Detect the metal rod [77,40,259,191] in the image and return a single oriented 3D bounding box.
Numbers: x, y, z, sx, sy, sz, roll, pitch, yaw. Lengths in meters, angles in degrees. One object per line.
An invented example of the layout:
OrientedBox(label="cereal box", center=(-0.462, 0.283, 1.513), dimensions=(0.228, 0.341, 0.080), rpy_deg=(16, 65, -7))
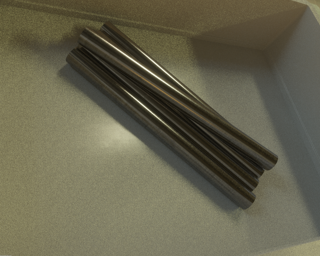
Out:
OrientedBox(label="metal rod", center=(0.011, -0.017, 0.420), dimensions=(0.300, 0.025, 0.025), rpy_deg=(40, 51, -1))

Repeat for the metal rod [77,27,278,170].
OrientedBox(label="metal rod", center=(0.028, -0.035, 0.407), dimensions=(0.301, 0.025, 0.025), rpy_deg=(33, 51, -6))

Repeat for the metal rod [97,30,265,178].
OrientedBox(label="metal rod", center=(0.024, -0.031, 0.435), dimensions=(0.300, 0.025, 0.025), rpy_deg=(40, 51, -1))

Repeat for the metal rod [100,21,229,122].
OrientedBox(label="metal rod", center=(0.034, -0.048, 0.451), dimensions=(0.300, 0.025, 0.025), rpy_deg=(40, 51, -1))

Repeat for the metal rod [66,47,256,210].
OrientedBox(label="metal rod", center=(0.002, 0.001, 0.404), dimensions=(0.300, 0.025, 0.025), rpy_deg=(40, 51, -1))
